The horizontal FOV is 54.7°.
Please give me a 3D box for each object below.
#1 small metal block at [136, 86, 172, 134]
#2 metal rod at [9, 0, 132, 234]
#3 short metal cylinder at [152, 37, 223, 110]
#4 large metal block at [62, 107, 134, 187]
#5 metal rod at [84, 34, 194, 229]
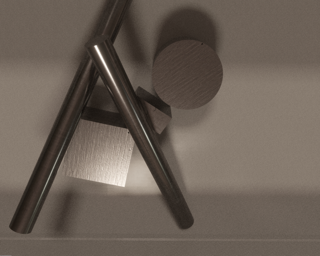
[{"bbox_3d":[-0.014,-0.024,0.389,0.050,0.050,0.025,32,107,-12],"label":"small metal block"},{"bbox_3d":[-0.099,-0.023,0.352,0.025,0.025,0.299,24,90,-9],"label":"metal rod"},{"bbox_3d":[0.031,-0.067,0.374,0.081,0.050,0.079,0,110,-1],"label":"short metal cylinder"},{"bbox_3d":[-0.076,0.023,0.405,0.081,0.050,0.079,12,110,-5],"label":"large metal block"},{"bbox_3d":[-0.011,0.029,0.379,0.025,0.025,0.299,-19,125,7],"label":"metal rod"}]
